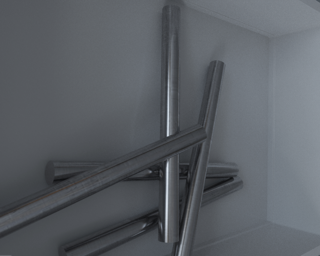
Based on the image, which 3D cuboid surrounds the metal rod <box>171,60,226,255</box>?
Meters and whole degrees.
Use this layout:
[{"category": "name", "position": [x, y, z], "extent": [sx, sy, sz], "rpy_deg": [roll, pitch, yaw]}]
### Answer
[{"category": "metal rod", "position": [0.056, 0.037, 0.428], "extent": [0.025, 0.025, 0.299], "rpy_deg": [31, 63, -36]}]

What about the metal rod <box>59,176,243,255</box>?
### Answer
[{"category": "metal rod", "position": [0.014, 0.114, 0.419], "extent": [0.302, 0.025, 0.025], "rpy_deg": [-11, 97, -40]}]

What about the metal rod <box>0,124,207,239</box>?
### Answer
[{"category": "metal rod", "position": [-0.067, 0.054, 0.317], "extent": [0.302, 0.025, 0.025], "rpy_deg": [-22, 104, -32]}]

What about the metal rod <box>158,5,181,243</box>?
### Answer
[{"category": "metal rod", "position": [0.013, -0.012, 0.395], "extent": [0.025, 0.025, 0.298], "rpy_deg": [9, 78, -40]}]

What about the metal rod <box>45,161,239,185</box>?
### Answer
[{"category": "metal rod", "position": [0.004, 0.057, 0.410], "extent": [0.302, 0.025, 0.025], "rpy_deg": [6, 87, -40]}]
